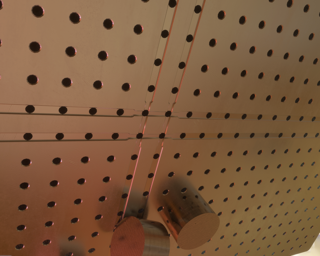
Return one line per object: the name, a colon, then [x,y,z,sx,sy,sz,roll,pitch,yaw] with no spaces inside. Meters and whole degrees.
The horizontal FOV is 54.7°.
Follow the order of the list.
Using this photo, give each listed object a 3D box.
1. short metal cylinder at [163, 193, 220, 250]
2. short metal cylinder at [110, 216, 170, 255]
short metal cylinder: [0.053,0.157,0.524,0.081,0.050,0.079,-14,125,-21]
short metal cylinder: [-0.031,0.179,0.471,0.050,0.080,0.080,26,104,-37]
